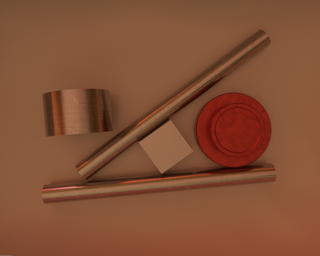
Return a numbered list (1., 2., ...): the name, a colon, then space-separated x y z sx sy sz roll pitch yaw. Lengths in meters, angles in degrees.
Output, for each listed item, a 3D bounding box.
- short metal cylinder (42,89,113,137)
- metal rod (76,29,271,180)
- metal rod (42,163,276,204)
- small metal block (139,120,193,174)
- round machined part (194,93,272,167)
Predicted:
1. short metal cylinder: -0.100 -0.018 0.382 0.081 0.080 0.050 -5 90 -1
2. metal rod: 0.018 -0.031 0.410 0.301 0.025 0.025 -36 90 -1
3. metal rod: -0.001 0.073 0.410 0.302 0.025 0.025 -5 90 -1
4. small metal block: 0.008 0.024 0.409 0.050 0.025 0.050 -36 90 0
5. round machined part: 0.096 0.003 0.401 0.099 0.042 0.097 0 90 -1
